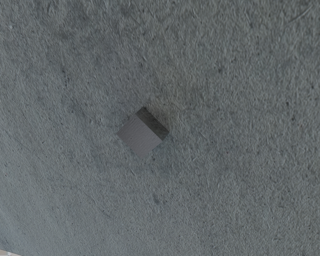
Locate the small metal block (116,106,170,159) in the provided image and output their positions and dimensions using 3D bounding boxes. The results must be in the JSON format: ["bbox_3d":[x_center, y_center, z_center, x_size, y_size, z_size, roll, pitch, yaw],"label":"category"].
[{"bbox_3d":[-0.024,0.007,0.423,0.050,0.025,0.050,45,129,-4],"label":"small metal block"}]
